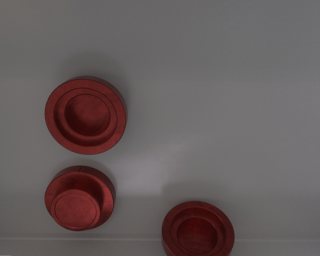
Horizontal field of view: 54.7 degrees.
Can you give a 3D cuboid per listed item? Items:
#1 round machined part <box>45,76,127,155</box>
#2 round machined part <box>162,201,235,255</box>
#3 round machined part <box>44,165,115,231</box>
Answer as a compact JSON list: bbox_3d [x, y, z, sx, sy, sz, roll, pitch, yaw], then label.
[{"bbox_3d":[-0.090,-0.019,0.394,0.099,0.042,0.097,0,110,0],"label":"round machined part"},{"bbox_3d":[0.051,0.155,0.433,0.099,0.098,0.042,2,130,-1],"label":"round machined part"},{"bbox_3d":[-0.115,0.106,0.440,0.099,0.042,0.097,0,110,0],"label":"round machined part"}]
